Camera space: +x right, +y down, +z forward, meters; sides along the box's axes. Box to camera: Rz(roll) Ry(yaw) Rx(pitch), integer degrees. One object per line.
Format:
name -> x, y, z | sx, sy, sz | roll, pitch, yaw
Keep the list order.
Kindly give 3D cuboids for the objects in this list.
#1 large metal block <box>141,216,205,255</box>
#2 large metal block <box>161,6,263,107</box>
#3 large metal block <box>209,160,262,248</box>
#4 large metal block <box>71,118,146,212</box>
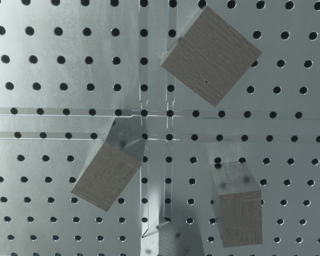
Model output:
large metal block -> 0.019, 0.188, 0.453 | 0.080, 0.080, 0.050 | 31, 107, -11
large metal block -> 0.057, -0.085, 0.369 | 0.080, 0.050, 0.080 | 36, 106, -12
large metal block -> 0.101, 0.101, 0.422 | 0.050, 0.080, 0.080 | -7, 110, 3
large metal block -> -0.063, 0.045, 0.400 | 0.050, 0.080, 0.080 | 33, 107, -11
